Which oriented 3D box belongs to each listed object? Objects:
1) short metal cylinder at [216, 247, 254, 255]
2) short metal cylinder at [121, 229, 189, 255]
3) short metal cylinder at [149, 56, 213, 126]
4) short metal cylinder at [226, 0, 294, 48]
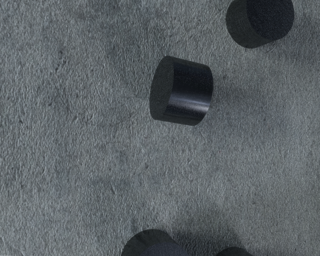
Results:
[{"bbox_3d":[0.115,0.218,0.438,0.081,0.050,0.080,0,90,-20],"label":"short metal cylinder"},{"bbox_3d":[-0.006,0.177,0.394,0.081,0.050,0.080,0,90,-20],"label":"short metal cylinder"},{"bbox_3d":[0.024,-0.046,0.388,0.050,0.080,0.080,9,87,-20],"label":"short metal cylinder"},{"bbox_3d":[0.144,-0.161,0.448,0.081,0.050,0.080,0,90,-20],"label":"short metal cylinder"}]
